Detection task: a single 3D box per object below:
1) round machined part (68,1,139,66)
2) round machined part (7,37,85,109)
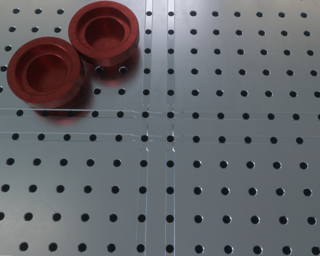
[{"bbox_3d":[-0.079,-0.131,0.450,0.099,0.042,0.098,0,70,0],"label":"round machined part"},{"bbox_3d":[-0.152,-0.072,0.425,0.098,0.042,0.098,-1,73,3],"label":"round machined part"}]
